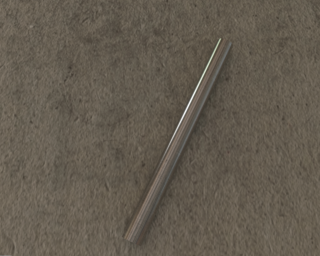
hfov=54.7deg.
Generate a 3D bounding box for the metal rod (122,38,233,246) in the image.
[{"bbox_3d":[0.031,0.005,0.406,0.025,0.025,0.300,24,71,8],"label":"metal rod"}]
